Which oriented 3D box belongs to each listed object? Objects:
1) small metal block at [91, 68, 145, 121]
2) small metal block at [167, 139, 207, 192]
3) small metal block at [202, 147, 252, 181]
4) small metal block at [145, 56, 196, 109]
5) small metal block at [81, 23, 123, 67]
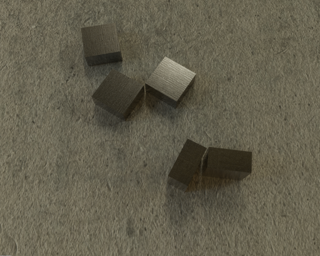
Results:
[{"bbox_3d":[-0.056,-0.045,0.424,0.050,0.025,0.050,29,73,10],"label":"small metal block"},{"bbox_3d":[0.032,0.047,0.378,0.025,0.050,0.050,26,72,9],"label":"small metal block"},{"bbox_3d":[0.080,0.045,0.379,0.050,0.050,0.025,7,70,2],"label":"small metal block"},{"bbox_3d":[0.015,-0.063,0.431,0.050,0.025,0.050,31,73,10],"label":"small metal block"},{"bbox_3d":[-0.085,-0.122,0.452,0.050,0.025,0.050,-11,70,-4],"label":"small metal block"}]
